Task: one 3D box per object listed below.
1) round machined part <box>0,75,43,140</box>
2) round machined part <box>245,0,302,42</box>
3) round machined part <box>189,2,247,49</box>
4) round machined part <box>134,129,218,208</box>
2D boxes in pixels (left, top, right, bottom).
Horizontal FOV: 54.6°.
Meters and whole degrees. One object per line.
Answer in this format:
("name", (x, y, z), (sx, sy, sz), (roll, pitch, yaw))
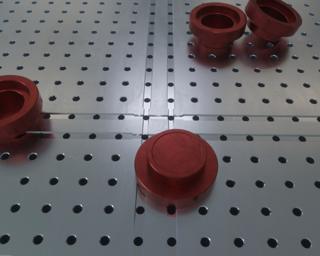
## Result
("round machined part", (-0.207, -0.023, 0.416), (0.099, 0.042, 0.098), (0, 50, 0))
("round machined part", (0.194, -0.190, 0.547), (0.099, 0.042, 0.098), (11, 49, -13))
("round machined part", (0.100, -0.177, 0.546), (0.099, 0.042, 0.098), (0, 50, 0))
("round machined part", (0.019, 0.040, 0.364), (0.099, 0.042, 0.098), (0, 50, 0))
